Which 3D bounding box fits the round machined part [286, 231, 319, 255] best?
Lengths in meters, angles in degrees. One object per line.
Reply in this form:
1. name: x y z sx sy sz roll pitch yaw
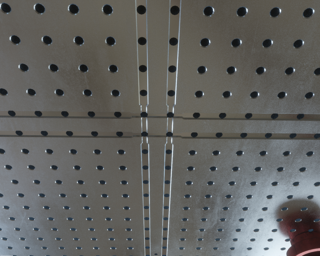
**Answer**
1. round machined part: 0.297 0.239 0.606 0.099 0.042 0.097 0 130 0
